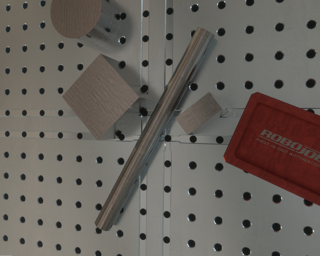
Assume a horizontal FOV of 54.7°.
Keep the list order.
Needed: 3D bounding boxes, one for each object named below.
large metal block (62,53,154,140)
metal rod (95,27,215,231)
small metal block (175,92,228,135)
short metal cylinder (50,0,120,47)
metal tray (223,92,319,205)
[{"bbox_3d":[-0.071,-0.040,0.423,0.080,0.050,0.080,-45,77,14],"label":"large metal block"},{"bbox_3d":[-0.011,0.008,0.415,0.025,0.025,0.299,31,100,17],"label":"metal rod"},{"bbox_3d":[0.053,-0.017,0.380,0.050,0.050,0.025,-38,78,16],"label":"small metal block"},{"bbox_3d":[-0.104,-0.159,0.435,0.080,0.050,0.079,0,90,19],"label":"short metal cylinder"},{"bbox_3d":[0.151,0.023,0.356,0.130,0.030,0.089,25,98,17],"label":"metal tray"}]
